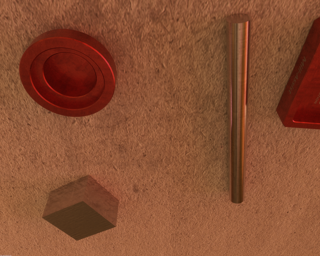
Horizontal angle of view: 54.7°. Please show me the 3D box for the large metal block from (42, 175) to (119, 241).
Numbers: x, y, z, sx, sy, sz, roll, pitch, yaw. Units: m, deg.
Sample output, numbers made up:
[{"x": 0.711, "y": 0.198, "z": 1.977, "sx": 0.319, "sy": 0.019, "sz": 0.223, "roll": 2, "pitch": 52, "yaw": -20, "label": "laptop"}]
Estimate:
[{"x": -0.125, "y": 0.130, "z": 0.500, "sx": 0.080, "sy": 0.050, "sz": 0.080, "roll": -25, "pitch": 126, "yaw": 19, "label": "large metal block"}]

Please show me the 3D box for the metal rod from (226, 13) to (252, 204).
[{"x": 0.102, "y": 0.001, "z": 0.409, "sx": 0.025, "sy": 0.025, "sz": 0.298, "roll": -7, "pitch": 130, "yaw": 5, "label": "metal rod"}]

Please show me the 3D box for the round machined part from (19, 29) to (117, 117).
[{"x": -0.097, "y": -0.063, "z": 0.341, "sx": 0.099, "sy": 0.042, "sz": 0.097, "roll": -1, "pitch": 130, "yaw": 0, "label": "round machined part"}]

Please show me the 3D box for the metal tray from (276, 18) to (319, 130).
[{"x": 0.202, "y": -0.056, "z": 0.358, "sx": 0.091, "sy": 0.030, "sz": 0.129, "roll": 4, "pitch": 130, "yaw": -4, "label": "metal tray"}]
